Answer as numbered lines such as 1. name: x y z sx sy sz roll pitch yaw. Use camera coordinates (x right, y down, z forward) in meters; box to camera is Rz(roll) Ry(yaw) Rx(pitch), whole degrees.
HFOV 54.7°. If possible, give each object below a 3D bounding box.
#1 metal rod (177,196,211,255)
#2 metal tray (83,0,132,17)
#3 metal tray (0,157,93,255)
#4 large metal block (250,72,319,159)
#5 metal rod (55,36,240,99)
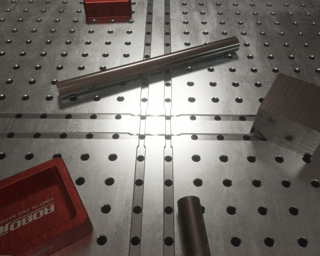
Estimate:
1. metal rod: 0.047 0.195 0.244 0.025 0.025 0.300 -4 50 -4
2. metal tray: -0.106 -0.278 0.636 0.091 0.030 0.130 -4 50 -4
3. metal tray: -0.149 0.095 0.322 0.131 0.030 0.090 -23 54 -19
4. large metal block: 0.177 -0.019 0.410 0.080 0.050 0.080 26 54 19
5. metal rod: -0.010 -0.099 0.490 0.302 0.025 0.025 -18 53 -15
